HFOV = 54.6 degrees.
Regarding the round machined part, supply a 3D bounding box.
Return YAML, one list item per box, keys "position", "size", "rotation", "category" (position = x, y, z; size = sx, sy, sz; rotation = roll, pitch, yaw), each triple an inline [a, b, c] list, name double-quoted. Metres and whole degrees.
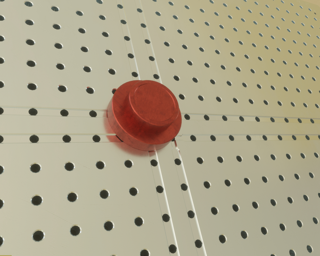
- position: [-0.014, -0.023, 0.403]
  size: [0.099, 0.042, 0.098]
  rotation: [13, 56, -21]
  category: "round machined part"
